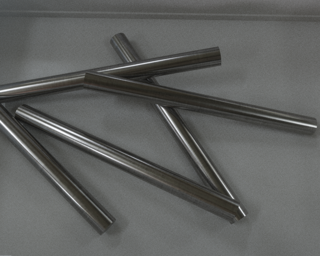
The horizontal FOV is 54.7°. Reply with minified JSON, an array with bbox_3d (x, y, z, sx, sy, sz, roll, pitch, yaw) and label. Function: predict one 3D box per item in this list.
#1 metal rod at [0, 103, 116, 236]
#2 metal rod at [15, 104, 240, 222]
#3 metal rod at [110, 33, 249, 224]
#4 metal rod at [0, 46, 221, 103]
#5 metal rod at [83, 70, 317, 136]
[{"bbox_3d":[-0.171,0.019,0.393,0.300,0.025,0.025,42,75,10],"label":"metal rod"},{"bbox_3d":[-0.050,0.037,0.382,0.301,0.025,0.025,23,72,13],"label":"metal rod"},{"bbox_3d":[0.017,-0.011,0.413,0.025,0.025,0.299,-30,73,-11],"label":"metal rod"},{"bbox_3d":[-0.071,-0.070,0.413,0.302,0.025,0.025,-9,70,4],"label":"metal rod"},{"bbox_3d":[0.055,-0.031,0.401,0.302,0.025,0.025,11,70,-5],"label":"metal rod"}]
